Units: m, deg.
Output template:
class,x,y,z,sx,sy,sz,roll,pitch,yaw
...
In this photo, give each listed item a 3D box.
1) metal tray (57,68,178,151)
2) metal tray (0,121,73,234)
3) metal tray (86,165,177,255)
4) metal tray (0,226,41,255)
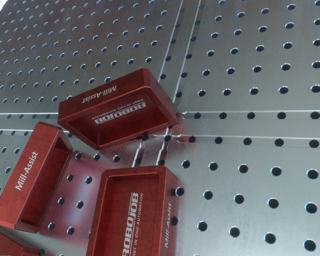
class,x,y,z,sx,sy,sz,roll,pitch,yaw
metal tray,-0.054,-0.019,0.407,0.130,0.090,0.030,-19,54,17
metal tray,-0.161,0.067,0.409,0.030,0.090,0.130,17,67,3
metal tray,-0.032,0.111,0.354,0.090,0.030,0.130,-8,58,24
metal tray,-0.231,0.184,0.415,0.130,0.030,0.090,11,67,32
